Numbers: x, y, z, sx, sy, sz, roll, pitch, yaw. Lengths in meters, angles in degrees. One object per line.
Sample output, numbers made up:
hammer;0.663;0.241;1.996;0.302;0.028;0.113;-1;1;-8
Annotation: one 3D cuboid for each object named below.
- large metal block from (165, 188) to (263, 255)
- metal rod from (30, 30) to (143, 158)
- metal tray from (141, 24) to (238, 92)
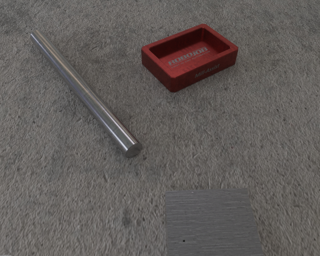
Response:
large metal block;0.047;0.107;0.298;0.081;0.050;0.080;-2;50;-2
metal rod;-0.121;-0.065;0.456;0.025;0.025;0.300;-30;56;-23
metal tray;0.047;-0.116;0.497;0.131;0.030;0.090;-27;55;-21
